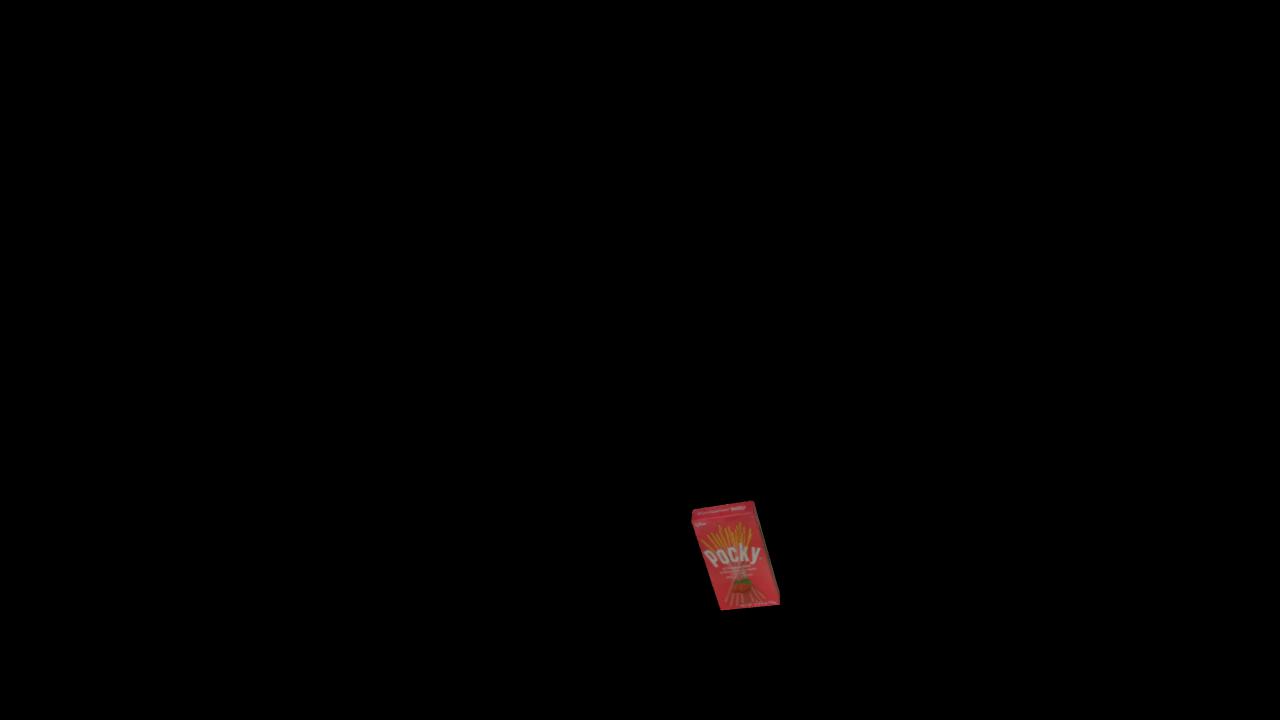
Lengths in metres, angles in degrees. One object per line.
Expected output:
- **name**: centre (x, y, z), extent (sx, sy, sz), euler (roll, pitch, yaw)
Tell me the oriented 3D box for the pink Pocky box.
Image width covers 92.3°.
- **pink Pocky box**: centre (0.128, 0.262, 0.818), extent (0.084, 0.155, 0.029), euler (-12, 19, 15)
